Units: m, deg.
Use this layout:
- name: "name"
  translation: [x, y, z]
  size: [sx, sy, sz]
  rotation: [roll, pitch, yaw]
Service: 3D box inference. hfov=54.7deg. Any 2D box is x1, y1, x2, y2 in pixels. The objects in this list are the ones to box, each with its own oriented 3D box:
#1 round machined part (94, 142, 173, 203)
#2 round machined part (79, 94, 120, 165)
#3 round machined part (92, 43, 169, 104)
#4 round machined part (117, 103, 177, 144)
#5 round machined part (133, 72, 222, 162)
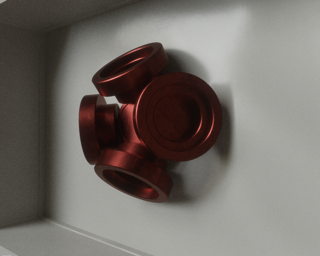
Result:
- name: "round machined part"
  translation: [-0.029, 0.053, 0.391]
  size: [0.098, 0.098, 0.042]
  rotation: [-2, 53, 39]
- name: "round machined part"
  translation: [-0.077, 0.001, 0.431]
  size: [0.042, 0.098, 0.097]
  rotation: [-5, 86, 2]
- name: "round machined part"
  translation: [-0.033, -0.066, 0.394]
  size: [0.098, 0.098, 0.042]
  rotation: [-5, 125, 39]
- name: "round machined part"
  translation: [-0.018, -0.007, 0.406]
  size: [0.098, 0.042, 0.097]
  rotation: [0, 90, 39]
- name: "round machined part"
  translation: [0.017, -0.012, 0.354]
  size: [0.042, 0.099, 0.097]
  rotation: [171, 97, -75]
